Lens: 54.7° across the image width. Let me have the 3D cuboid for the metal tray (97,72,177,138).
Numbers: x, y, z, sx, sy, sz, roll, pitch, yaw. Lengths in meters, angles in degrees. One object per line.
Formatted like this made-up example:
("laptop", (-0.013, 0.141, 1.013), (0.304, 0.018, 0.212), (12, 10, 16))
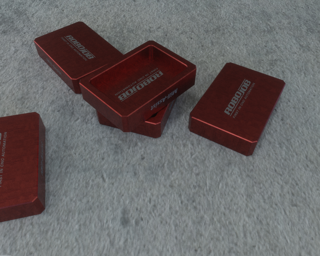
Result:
("metal tray", (-0.023, -0.052, 0.443), (0.090, 0.030, 0.130), (14, 51, 11))

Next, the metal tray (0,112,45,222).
("metal tray", (-0.184, 0.043, 0.361), (0.091, 0.030, 0.130), (-10, 51, -9))

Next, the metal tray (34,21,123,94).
("metal tray", (-0.129, -0.117, 0.497), (0.091, 0.030, 0.130), (-33, 58, -25))

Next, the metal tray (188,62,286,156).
("metal tray", (0.108, -0.032, 0.428), (0.090, 0.030, 0.130), (24, 54, 19))

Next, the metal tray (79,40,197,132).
("metal tray", (-0.027, -0.061, 0.410), (0.090, 0.030, 0.131), (37, 59, 26))
